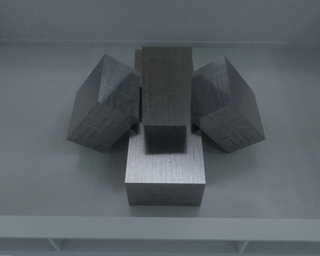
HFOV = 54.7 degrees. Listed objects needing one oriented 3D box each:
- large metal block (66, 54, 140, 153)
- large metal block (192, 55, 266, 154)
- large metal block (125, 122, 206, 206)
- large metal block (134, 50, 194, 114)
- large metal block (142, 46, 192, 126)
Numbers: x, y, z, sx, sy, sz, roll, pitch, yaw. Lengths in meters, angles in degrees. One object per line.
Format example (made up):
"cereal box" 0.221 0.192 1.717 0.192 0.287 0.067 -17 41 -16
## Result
"large metal block" -0.068 -0.028 0.381 0.050 0.080 0.080 24 44 -28
"large metal block" 0.082 -0.028 0.382 0.050 0.080 0.080 -26 43 29
"large metal block" 0.006 0.040 0.353 0.080 0.050 0.080 1 50 0
"large metal block" 0.005 -0.067 0.440 0.081 0.050 0.080 -1 50 -1
"large metal block" 0.006 -0.047 0.355 0.050 0.079 0.080 0 6 -1
